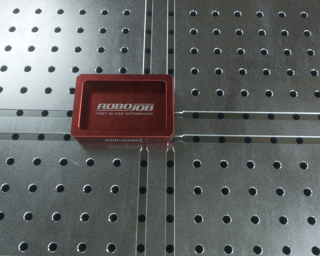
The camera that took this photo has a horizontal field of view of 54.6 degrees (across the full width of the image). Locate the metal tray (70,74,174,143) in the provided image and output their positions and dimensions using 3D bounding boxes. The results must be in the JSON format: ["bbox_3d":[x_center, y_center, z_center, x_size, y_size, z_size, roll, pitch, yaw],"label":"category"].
[{"bbox_3d":[-0.047,-0.026,0.418,0.131,0.030,0.090,0,70,0],"label":"metal tray"}]
